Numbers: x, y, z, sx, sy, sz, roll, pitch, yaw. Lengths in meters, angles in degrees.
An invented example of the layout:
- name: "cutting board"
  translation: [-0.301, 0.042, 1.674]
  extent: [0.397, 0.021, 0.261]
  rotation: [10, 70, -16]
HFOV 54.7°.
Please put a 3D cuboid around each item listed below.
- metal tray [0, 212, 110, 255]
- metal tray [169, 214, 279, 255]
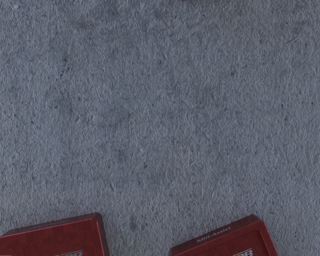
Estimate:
- name: "metal tray"
  translation: [-0.136, 0.170, 0.406]
  extent: [0.131, 0.030, 0.089]
  rotation: [-12, 90, 0]
- name: "metal tray"
  translation: [0.088, 0.182, 0.408]
  extent: [0.131, 0.030, 0.090]
  rotation: [-23, 90, 0]
